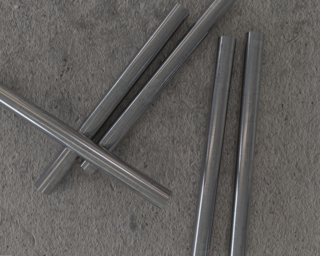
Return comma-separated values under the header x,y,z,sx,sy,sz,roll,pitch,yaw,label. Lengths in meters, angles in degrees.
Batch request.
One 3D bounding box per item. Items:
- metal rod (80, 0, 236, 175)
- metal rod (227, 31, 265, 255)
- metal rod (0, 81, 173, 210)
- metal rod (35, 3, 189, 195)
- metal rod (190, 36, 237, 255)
x,y,z,sx,sy,sz,roll,pitch,yaw,label
-0.001,-0.062,0.409,0.025,0.025,0.300,39,90,0,metal rod
0.113,0.024,0.410,0.025,0.025,0.298,5,90,0,metal rod
-0.119,0.008,0.385,0.301,0.025,0.025,31,90,9,metal rod
-0.063,-0.038,0.409,0.025,0.025,0.300,38,90,0,metal rod
0.070,0.030,0.410,0.025,0.025,0.298,7,90,0,metal rod
